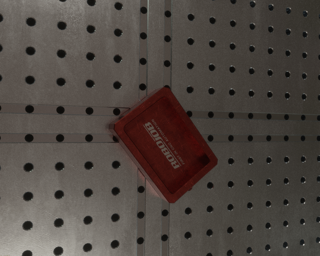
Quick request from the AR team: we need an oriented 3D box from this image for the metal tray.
[{"bbox_3d":[0.007,0.022,0.413,0.090,0.030,0.130,-39,103,-16],"label":"metal tray"}]
